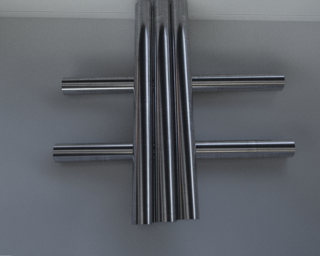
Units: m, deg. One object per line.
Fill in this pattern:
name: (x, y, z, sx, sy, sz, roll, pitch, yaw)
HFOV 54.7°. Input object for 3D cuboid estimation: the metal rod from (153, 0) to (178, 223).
metal rod: (0.005, -0.036, 0.394, 0.025, 0.025, 0.299, -1, 70, 0)

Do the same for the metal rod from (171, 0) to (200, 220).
metal rod: (0.029, -0.038, 0.395, 0.025, 0.025, 0.299, -1, 70, 0)

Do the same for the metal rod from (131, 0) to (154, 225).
metal rod: (-0.021, -0.034, 0.393, 0.025, 0.025, 0.299, -1, 70, 0)

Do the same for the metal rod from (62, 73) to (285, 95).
metal rod: (0.019, -0.061, 0.431, 0.302, 0.025, 0.025, -1, 70, -1)

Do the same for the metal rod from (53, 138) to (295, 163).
metal rod: (0.018, 0.029, 0.398, 0.302, 0.025, 0.025, -1, 70, -1)
